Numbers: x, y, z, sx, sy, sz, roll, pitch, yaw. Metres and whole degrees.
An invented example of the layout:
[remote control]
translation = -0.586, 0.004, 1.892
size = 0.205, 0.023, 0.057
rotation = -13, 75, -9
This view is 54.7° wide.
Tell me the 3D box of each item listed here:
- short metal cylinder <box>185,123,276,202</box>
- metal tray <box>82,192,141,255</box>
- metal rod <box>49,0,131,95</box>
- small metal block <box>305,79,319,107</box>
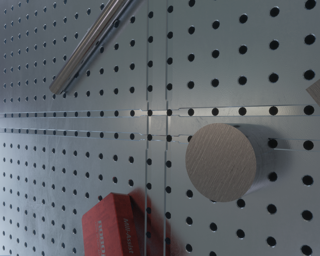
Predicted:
[short metal cylinder]
translation = 0.075, 0.035, 0.331
size = 0.080, 0.050, 0.080
rotation = 0, 90, 40
[metal tray]
translation = -0.071, 0.170, 0.441
size = 0.090, 0.030, 0.130
rotation = -42, 48, 32
[metal rod]
translation = -0.096, -0.156, 0.489
size = 0.299, 0.025, 0.025
rotation = -42, 65, 32
[small metal block]
translation = 0.168, -0.030, 0.271
size = 0.050, 0.025, 0.050
rotation = -43, 64, 31
